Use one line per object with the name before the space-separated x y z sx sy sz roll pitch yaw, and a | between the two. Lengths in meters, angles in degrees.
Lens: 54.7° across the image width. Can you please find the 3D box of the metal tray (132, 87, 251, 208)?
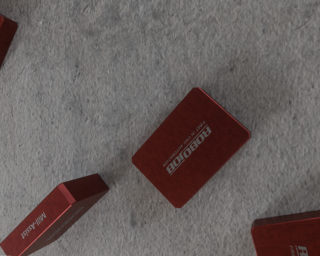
metal tray | 0.038 0.025 0.392 0.090 0.030 0.130 45 103 14

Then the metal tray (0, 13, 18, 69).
metal tray | -0.307 -0.161 0.512 0.130 0.030 0.090 31 100 17

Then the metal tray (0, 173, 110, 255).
metal tray | -0.140 0.119 0.422 0.130 0.090 0.030 -44 77 14

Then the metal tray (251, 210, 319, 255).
metal tray | 0.164 0.165 0.349 0.090 0.030 0.129 -15 85 19
